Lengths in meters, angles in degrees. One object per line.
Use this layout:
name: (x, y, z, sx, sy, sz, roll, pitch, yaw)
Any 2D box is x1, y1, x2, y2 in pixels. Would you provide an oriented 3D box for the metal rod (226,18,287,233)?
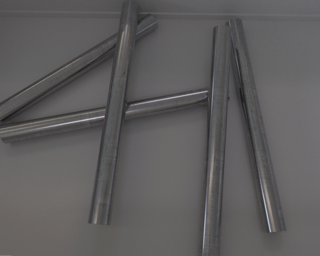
metal rod: (0.124, -0.018, 0.416, 0.025, 0.025, 0.299, -4, 70, -2)

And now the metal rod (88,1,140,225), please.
metal rod: (-0.055, -0.033, 0.393, 0.025, 0.025, 0.299, 5, 70, 2)

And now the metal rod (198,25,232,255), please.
metal rod: (0.070, 0.012, 0.386, 0.025, 0.025, 0.299, 5, 77, 2)

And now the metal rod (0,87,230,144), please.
metal rod: (-0.056, -0.020, 0.416, 0.302, 0.025, 0.025, -11, 71, -4)

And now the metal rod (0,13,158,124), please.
metal rod: (-0.131, -0.077, 0.436, 0.301, 0.025, 0.025, -35, 74, -12)
